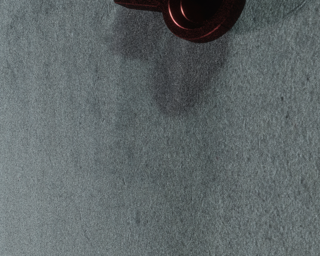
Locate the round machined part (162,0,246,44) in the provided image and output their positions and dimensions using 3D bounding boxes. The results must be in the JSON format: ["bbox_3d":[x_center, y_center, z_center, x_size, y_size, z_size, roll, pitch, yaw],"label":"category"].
[{"bbox_3d":[0.053,-0.144,0.349,0.098,0.042,0.097,0,90,39],"label":"round machined part"}]

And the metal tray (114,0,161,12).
[{"bbox_3d":[-0.010,-0.224,0.407,0.090,0.030,0.129,22,104,37],"label":"metal tray"}]
